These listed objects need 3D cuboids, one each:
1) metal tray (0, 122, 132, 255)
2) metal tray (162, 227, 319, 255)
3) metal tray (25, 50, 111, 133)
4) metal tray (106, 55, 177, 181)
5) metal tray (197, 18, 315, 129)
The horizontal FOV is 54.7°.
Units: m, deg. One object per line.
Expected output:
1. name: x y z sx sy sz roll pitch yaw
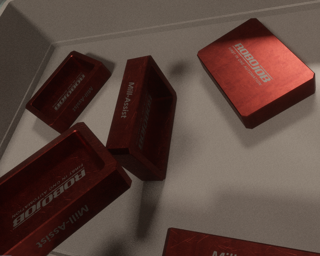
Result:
1. metal tray: -0.101 0.059 0.280 0.130 0.030 0.090 -38 42 -13
2. metal tray: 0.078 0.115 0.252 0.130 0.090 0.030 0 62 28
3. metal tray: -0.154 -0.063 0.519 0.090 0.030 0.130 28 77 37
4. metal tray: -0.017 -0.011 0.377 0.030 0.090 0.130 -5 60 26
5. metal tray: 0.114 -0.072 0.386 0.090 0.030 0.130 -31 52 7
